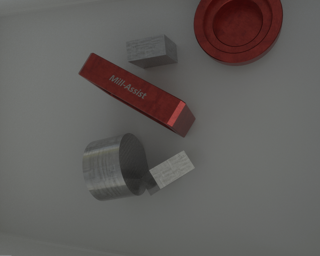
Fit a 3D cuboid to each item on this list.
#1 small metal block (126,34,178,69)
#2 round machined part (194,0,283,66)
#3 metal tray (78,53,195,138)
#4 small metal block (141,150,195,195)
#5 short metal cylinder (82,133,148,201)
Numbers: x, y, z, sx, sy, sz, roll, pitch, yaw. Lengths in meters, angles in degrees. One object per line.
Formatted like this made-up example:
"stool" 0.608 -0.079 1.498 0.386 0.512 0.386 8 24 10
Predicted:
"small metal block" -0.009 -0.097 0.400 0.050 0.050 0.025 -6 88 19
"round machined part" 0.093 -0.122 0.368 0.098 0.042 0.097 0 90 19
"metal tray" -0.025 -0.038 0.381 0.130 0.090 0.030 30 88 17
"small metal block" 0.008 0.057 0.383 0.050 0.050 0.025 -28 79 -23
"short metal cylinder" -0.055 0.051 0.400 0.050 0.080 0.080 -13 86 19
